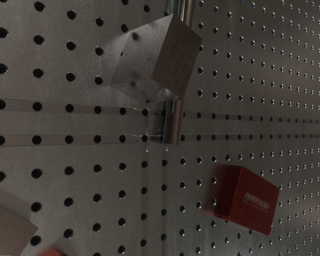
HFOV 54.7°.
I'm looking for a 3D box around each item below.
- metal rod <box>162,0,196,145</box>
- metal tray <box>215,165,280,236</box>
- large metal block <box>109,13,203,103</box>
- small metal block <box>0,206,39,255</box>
[{"bbox_3d":[0.033,-0.125,0.438,0.025,0.025,0.298,11,83,-40],"label":"metal rod"},{"bbox_3d":[0.156,0.128,0.540,0.131,0.030,0.090,30,71,-36],"label":"metal tray"},{"bbox_3d":[-0.006,-0.078,0.370,0.050,0.080,0.080,29,72,-37],"label":"large metal block"},{"bbox_3d":[-0.151,0.101,0.284,0.050,0.025,0.050,45,63,-31],"label":"small metal block"}]
